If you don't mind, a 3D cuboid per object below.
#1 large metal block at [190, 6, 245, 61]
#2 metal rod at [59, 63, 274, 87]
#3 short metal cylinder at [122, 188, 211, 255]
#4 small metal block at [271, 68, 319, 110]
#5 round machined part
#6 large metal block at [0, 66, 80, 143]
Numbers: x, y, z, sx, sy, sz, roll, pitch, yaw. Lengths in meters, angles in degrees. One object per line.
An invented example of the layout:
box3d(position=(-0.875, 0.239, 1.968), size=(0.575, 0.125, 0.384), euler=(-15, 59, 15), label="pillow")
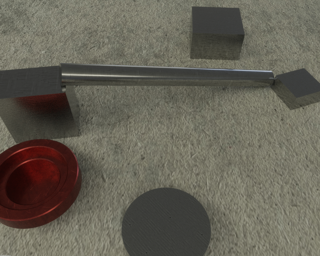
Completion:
box3d(position=(0.093, -0.160, 0.523), size=(0.081, 0.050, 0.080), euler=(3, 50, 1), label="large metal block")
box3d(position=(0.026, -0.068, 0.408), size=(0.303, 0.025, 0.025), euler=(-3, 48, -24), label="metal rod")
box3d(position=(0.006, 0.105, 0.299), size=(0.081, 0.050, 0.080), euler=(0, 50, 0), label="short metal cylinder")
box3d(position=(0.202, -0.058, 0.454), size=(0.050, 0.025, 0.050), euler=(-16, 52, -13), label="small metal block")
box3d(position=(-0.135, 0.063, 0.338), size=(0.099, 0.042, 0.098), euler=(0, 50, 0), label="round machined part")
box3d(position=(-0.150, -0.029, 0.390), size=(0.081, 0.080, 0.050), euler=(-6, 51, -6), label="large metal block")
